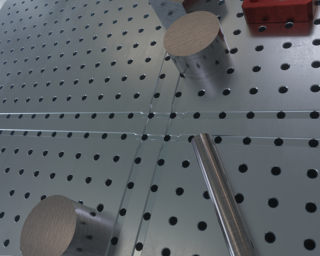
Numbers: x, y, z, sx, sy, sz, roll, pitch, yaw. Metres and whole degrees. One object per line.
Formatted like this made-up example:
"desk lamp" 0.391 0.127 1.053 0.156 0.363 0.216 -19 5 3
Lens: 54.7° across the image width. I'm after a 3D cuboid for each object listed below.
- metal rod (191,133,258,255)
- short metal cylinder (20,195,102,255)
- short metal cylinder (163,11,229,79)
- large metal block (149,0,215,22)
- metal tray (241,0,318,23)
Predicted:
"metal rod" 0.081 0.131 0.285 0.025 0.025 0.299 -25 53 13
"short metal cylinder" -0.119 0.128 0.377 0.080 0.050 0.080 -13 56 21
"short metal cylinder" 0.052 -0.117 0.437 0.080 0.050 0.080 -13 56 21
"large metal block" 0.039 -0.219 0.506 0.080 0.050 0.080 30 78 37
"metal tray" 0.179 -0.209 0.438 0.090 0.030 0.130 10 66 32
